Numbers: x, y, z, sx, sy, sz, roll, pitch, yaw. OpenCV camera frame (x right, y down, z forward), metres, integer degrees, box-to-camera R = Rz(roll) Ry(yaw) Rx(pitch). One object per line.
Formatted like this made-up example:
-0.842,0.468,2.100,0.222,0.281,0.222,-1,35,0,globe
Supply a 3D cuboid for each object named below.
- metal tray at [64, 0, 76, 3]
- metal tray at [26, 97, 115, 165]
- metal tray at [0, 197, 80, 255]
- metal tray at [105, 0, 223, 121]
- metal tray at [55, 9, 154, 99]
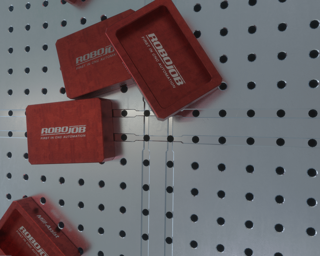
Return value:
-0.122,-0.263,0.454,0.130,0.030,0.090,-42,77,15,metal tray
-0.134,0.006,0.458,0.130,0.030,0.090,-4,89,20,metal tray
-0.197,0.183,0.480,0.130,0.030,0.090,41,103,15,metal tray
0.004,-0.085,0.385,0.090,0.030,0.130,-32,86,-4,metal tray
-0.078,-0.099,0.438,0.130,0.030,0.090,-15,85,19,metal tray
